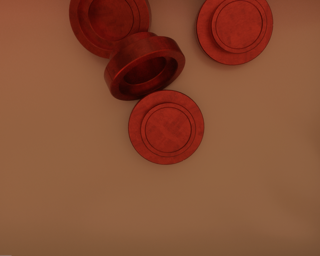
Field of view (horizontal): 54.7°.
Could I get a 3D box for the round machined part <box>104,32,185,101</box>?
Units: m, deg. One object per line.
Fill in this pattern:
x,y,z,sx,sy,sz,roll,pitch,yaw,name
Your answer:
-0.022,-0.078,0.378,0.098,0.098,0.042,-26,71,0,round machined part

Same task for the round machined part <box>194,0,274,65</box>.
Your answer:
0.095,-0.129,0.393,0.099,0.042,0.097,0,104,-1,round machined part

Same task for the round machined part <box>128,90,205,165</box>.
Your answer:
0.009,0.000,0.396,0.099,0.042,0.097,-1,97,-5,round machined part

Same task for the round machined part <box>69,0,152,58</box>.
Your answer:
-0.059,-0.140,0.389,0.099,0.042,0.097,3,117,6,round machined part
